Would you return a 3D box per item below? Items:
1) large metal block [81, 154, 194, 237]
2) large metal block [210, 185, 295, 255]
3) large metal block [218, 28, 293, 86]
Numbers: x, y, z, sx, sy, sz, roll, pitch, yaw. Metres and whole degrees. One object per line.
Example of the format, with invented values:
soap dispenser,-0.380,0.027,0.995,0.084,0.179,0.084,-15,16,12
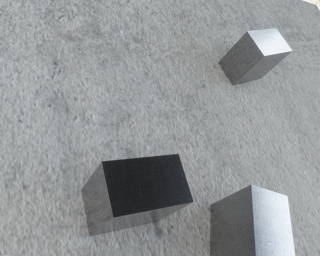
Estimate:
large metal block,-0.027,0.068,0.314,0.081,0.080,0.050,-3,63,-30
large metal block,0.100,0.120,0.351,0.050,0.080,0.080,20,54,-17
large metal block,0.163,-0.122,0.534,0.081,0.080,0.050,-17,71,-35
